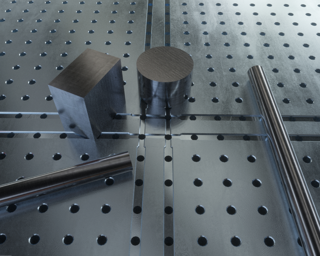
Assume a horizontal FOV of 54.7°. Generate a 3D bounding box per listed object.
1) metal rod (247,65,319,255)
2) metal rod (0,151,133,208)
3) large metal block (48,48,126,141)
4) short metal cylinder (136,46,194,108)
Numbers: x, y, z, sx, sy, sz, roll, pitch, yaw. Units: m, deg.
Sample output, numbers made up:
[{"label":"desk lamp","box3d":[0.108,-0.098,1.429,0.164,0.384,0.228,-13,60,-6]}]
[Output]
[{"label":"metal rod","box3d":[0.153,0.027,0.386,0.025,0.025,0.300,-1,50,-1]},{"label":"metal rod","box3d":[-0.179,0.076,0.341,0.302,0.025,0.025,-14,52,-12]},{"label":"large metal block","box3d":[-0.091,-0.044,0.408,0.050,0.080,0.080,21,53,16]},{"label":"short metal cylinder","box3d":[0.007,-0.076,0.455,0.081,0.050,0.080,0,50,0]}]
